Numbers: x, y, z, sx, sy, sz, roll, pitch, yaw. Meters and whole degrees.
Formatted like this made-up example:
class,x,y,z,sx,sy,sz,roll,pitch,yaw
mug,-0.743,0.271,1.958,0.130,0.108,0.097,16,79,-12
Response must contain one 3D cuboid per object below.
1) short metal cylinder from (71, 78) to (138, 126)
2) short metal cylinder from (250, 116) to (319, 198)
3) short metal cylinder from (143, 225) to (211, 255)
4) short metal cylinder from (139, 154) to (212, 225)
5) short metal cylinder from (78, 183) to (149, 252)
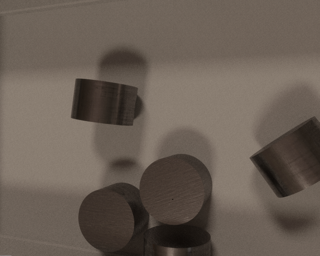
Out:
class,x,y,z,sx,sy,sz,roll,pitch,yaw
short metal cylinder,-0.072,-0.033,0.406,0.080,0.080,0.050,9,93,19
short metal cylinder,0.145,0.031,0.330,0.080,0.080,0.050,-36,79,16
short metal cylinder,0.020,0.154,0.373,0.080,0.080,0.050,1,91,19
short metal cylinder,0.021,0.074,0.389,0.080,0.050,0.079,0,90,19
short metal cylinder,-0.061,0.118,0.418,0.080,0.050,0.079,0,90,19
